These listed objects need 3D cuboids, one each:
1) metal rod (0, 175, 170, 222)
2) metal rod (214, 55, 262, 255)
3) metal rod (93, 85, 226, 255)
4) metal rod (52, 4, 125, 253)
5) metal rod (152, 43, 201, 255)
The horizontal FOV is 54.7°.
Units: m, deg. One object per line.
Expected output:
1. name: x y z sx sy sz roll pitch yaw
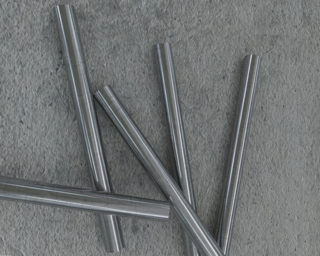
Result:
1. metal rod: -0.136 0.071 0.340 0.302 0.025 0.025 12 86 -13
2. metal rod: 0.111 0.042 0.449 0.025 0.025 0.298 12 86 -20
3. metal rod: 0.011 0.077 0.393 0.025 0.025 0.299 -35 94 -17
4. metal rod: -0.085 0.004 0.377 0.025 0.025 0.298 -13 94 -20
5. metal rod: 0.026 0.037 0.418 0.025 0.025 0.298 -10 94 -20
